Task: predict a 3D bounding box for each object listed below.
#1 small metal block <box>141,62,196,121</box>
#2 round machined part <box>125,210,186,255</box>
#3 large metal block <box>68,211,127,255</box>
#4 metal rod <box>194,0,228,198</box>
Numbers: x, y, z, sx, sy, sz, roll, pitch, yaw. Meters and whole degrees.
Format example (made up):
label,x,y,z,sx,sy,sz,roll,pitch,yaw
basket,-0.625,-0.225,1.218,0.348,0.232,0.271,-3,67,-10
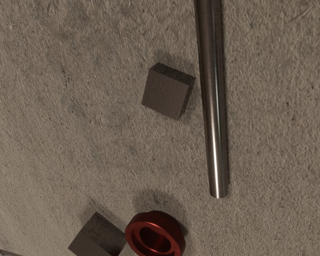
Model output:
label,x,y,z,sx,sy,sz,roll,pitch,yaw
small metal block,0.010,-0.044,0.373,0.050,0.025,0.050,25,127,12
round machined part,-0.004,0.174,0.504,0.098,0.042,0.097,13,124,20
large metal block,-0.116,0.217,0.584,0.080,0.050,0.080,38,129,2
metal rod,0.059,-0.044,0.347,0.025,0.025,0.298,5,121,25
